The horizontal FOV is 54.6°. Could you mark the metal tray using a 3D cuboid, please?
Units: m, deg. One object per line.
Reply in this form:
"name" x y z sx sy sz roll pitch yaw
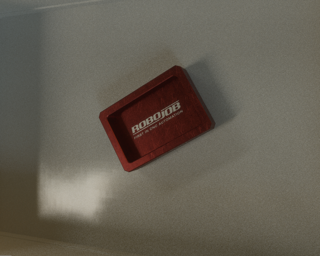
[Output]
"metal tray" -0.006 -0.010 0.407 0.130 0.030 0.090 -30 81 17
